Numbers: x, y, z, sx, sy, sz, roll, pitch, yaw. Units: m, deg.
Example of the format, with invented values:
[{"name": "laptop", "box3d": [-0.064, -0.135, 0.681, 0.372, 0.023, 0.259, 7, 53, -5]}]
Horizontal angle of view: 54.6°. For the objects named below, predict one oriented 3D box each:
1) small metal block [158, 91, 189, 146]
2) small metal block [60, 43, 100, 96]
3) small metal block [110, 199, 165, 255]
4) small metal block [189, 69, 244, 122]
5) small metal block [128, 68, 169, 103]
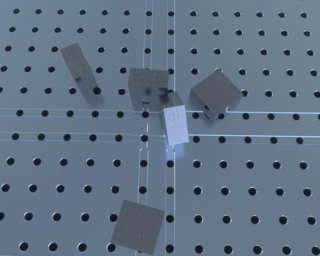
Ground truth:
[{"name": "small metal block", "box3d": [0.016, -0.013, 0.392, 0.025, 0.050, 0.050, -11, 26, -4]}, {"name": "small metal block", "box3d": [-0.110, -0.079, 0.427, 0.025, 0.050, 0.050, -26, 72, -9]}, {"name": "small metal block", "box3d": [-0.025, 0.118, 0.369, 0.050, 0.025, 0.050, 15, 71, 5]}, {"name": "small metal block", "box3d": [0.077, -0.045, 0.429, 0.050, 0.025, 0.050, -36, 74, -12]}, {"name": "small metal block", "box3d": [-0.014, -0.056, 0.419, 0.050, 0.050, 0.025, 5, 70, 2]}]
